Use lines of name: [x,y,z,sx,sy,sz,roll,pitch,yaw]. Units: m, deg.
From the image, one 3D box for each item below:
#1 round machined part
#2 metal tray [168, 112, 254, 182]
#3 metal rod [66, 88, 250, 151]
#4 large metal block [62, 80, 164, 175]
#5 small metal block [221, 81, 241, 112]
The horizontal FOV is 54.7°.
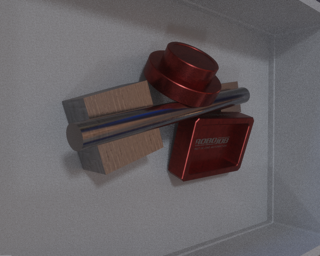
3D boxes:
round machined part: [0.033,-0.072,0.384,0.099,0.098,0.042,-6,135,-40]
metal tray: [0.077,0.023,0.450,0.131,0.030,0.089,-2,111,-41]
metal rod: [0.028,-0.022,0.372,0.302,0.025,0.025,-16,101,-46]
large metal block: [-0.051,-0.003,0.346,0.081,0.050,0.079,-23,105,-38]
small metal block: [0.101,-0.046,0.491,0.050,0.025,0.050,-15,100,-39]
